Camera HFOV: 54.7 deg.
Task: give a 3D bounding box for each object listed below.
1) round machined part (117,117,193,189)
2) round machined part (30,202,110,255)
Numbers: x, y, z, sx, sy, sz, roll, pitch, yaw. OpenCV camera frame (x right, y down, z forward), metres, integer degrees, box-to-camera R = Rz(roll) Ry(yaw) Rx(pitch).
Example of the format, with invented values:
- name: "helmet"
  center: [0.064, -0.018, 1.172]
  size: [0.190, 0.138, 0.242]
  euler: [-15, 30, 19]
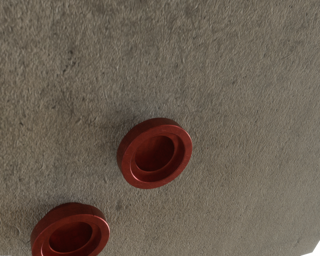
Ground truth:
- name: "round machined part"
  center: [-0.010, 0.029, 0.408]
  size: [0.099, 0.042, 0.097]
  euler: [-14, 124, -21]
- name: "round machined part"
  center: [-0.121, 0.139, 0.416]
  size: [0.099, 0.042, 0.097]
  euler: [-14, 124, -21]
